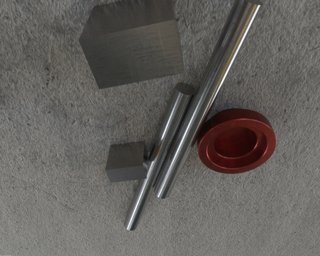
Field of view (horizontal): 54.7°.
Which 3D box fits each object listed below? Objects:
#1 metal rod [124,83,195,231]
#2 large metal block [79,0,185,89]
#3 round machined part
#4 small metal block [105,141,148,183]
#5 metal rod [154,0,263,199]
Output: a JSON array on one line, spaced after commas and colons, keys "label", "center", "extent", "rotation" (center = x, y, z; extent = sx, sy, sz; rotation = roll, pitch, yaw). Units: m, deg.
[{"label": "metal rod", "center": [-0.011, 0.063, 0.460], "extent": [0.025, 0.025, 0.298], "rotation": [12, 129, -11]}, {"label": "large metal block", "center": [-0.023, -0.087, 0.297], "extent": [0.080, 0.080, 0.050], "rotation": [-10, 130, 7]}, {"label": "round machined part", "center": [0.098, 0.013, 0.409], "extent": [0.099, 0.042, 0.097], "rotation": [-1, 130, 0]}, {"label": "small metal block", "center": [-0.044, 0.046, 0.429], "extent": [0.050, 0.050, 0.025], "rotation": [-8, 127, 6]}, {"label": "metal rod", "center": [0.043, -0.011, 0.380], "extent": [0.025, 0.025, 0.298], "rotation": [12, 130, -10]}]
